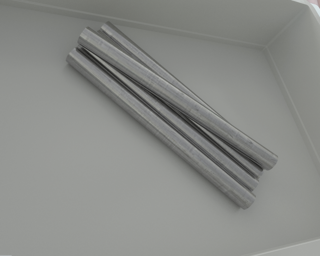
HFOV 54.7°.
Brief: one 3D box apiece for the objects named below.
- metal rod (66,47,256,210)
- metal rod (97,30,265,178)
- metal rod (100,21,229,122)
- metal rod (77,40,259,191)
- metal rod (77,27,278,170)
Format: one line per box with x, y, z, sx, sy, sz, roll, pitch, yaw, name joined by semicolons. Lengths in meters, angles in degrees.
0.002;0.001;0.404;0.300;0.025;0.025;40;51;-1;metal rod
0.024;-0.031;0.435;0.300;0.025;0.025;40;51;-1;metal rod
0.034;-0.048;0.451;0.300;0.025;0.025;40;51;-1;metal rod
0.011;-0.017;0.420;0.300;0.025;0.025;40;51;-1;metal rod
0.028;-0.035;0.407;0.301;0.025;0.025;33;51;-6;metal rod
